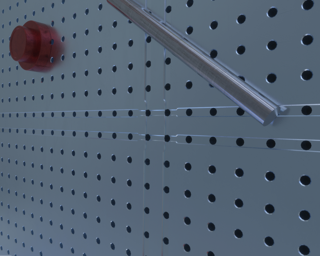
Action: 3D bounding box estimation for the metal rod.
[{"bbox_3d":[0.022,-0.104,0.389,0.300,0.025,0.025,45,117,30],"label":"metal rod"}]

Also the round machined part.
[{"bbox_3d":[-0.260,-0.162,0.609,0.098,0.042,0.097,0,90,39],"label":"round machined part"}]
